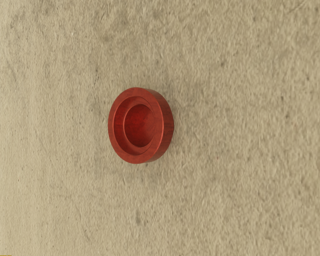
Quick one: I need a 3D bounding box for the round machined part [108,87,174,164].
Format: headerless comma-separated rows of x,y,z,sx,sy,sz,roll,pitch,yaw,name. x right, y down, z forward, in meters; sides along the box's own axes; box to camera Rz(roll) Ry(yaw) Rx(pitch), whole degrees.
-0.021,-0.003,0.409,0.098,0.042,0.097,0,90,39,round machined part
